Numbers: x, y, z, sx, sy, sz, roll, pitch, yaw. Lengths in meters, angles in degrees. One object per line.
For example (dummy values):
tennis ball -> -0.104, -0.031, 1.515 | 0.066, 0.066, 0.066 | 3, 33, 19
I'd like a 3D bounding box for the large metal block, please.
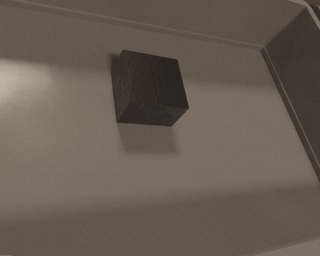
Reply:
large metal block -> -0.016, -0.051, 0.414 | 0.081, 0.050, 0.080 | 4, 60, -27
